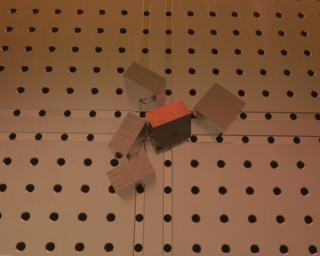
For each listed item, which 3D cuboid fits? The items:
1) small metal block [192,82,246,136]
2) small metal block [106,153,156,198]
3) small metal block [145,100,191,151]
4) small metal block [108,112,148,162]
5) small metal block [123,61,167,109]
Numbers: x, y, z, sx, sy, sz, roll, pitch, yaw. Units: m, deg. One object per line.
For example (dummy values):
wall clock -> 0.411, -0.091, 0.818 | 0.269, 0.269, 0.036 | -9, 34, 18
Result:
small metal block -> 0.079, -0.026, 0.422 | 0.050, 0.025, 0.050 | 38, 74, 12
small metal block -> -0.033, 0.059, 0.377 | 0.050, 0.050, 0.025 | -27, 73, -10
small metal block -> 0.012, -0.003, 0.395 | 0.050, 0.050, 0.025 | -21, 53, -12
small metal block -> -0.039, 0.015, 0.393 | 0.025, 0.050, 0.050 | 26, 72, 9
small metal block -> -0.020, -0.056, 0.419 | 0.050, 0.050, 0.025 | 30, 73, 10
